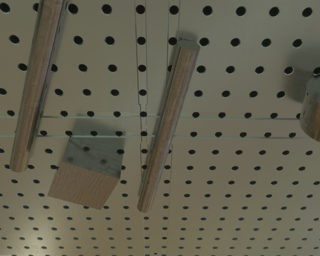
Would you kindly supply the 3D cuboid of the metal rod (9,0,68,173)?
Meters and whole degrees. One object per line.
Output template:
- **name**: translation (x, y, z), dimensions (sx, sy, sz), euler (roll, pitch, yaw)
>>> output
- **metal rod**: translation (-0.148, -0.048, 0.368), dimensions (0.025, 0.025, 0.298), euler (18, 128, -15)

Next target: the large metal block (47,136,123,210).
- **large metal block**: translation (-0.108, 0.067, 0.452), dimensions (0.080, 0.050, 0.079), euler (20, 127, -17)

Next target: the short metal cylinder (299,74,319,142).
- **short metal cylinder**: translation (0.209, -0.023, 0.358), dimensions (0.080, 0.080, 0.050), euler (-5, 130, 4)

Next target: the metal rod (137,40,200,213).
- **metal rod**: translation (0.003, 0.022, 0.430), dimensions (0.025, 0.025, 0.298), euler (8, 130, -7)
